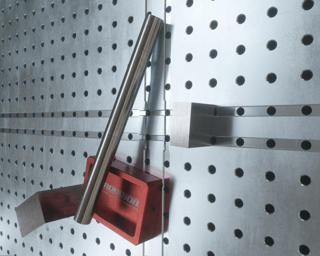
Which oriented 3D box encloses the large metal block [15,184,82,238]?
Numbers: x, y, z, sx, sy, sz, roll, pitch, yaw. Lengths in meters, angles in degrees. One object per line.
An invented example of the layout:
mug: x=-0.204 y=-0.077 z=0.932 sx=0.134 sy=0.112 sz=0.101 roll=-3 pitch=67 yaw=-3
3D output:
large metal block: x=-0.181 y=0.138 z=0.519 sx=0.080 sy=0.081 sz=0.050 roll=-35 pitch=69 yaw=34

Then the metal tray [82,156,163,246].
metal tray: x=-0.061 y=0.100 z=0.453 sx=0.130 sy=0.030 sz=0.089 roll=17 pitch=101 yaw=38

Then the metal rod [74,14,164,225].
metal rod: x=-0.059 y=-0.008 z=0.427 sx=0.025 sy=0.025 sz=0.298 roll=25 pitch=97 yaw=37

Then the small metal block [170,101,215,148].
small metal block: x=0.039 y=-0.004 z=0.360 sx=0.025 sy=0.050 sz=0.050 roll=6 pitch=94 yaw=39
